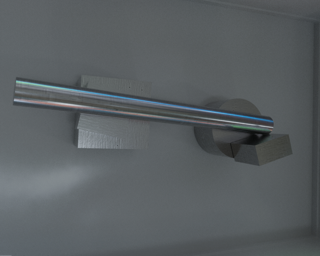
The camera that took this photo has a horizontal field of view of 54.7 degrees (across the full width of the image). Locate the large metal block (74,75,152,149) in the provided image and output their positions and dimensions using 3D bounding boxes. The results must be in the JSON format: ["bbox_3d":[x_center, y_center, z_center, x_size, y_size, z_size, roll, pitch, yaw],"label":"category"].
[{"bbox_3d":[-0.058,-0.017,0.373,0.081,0.050,0.079,3,89,-20],"label":"large metal block"}]

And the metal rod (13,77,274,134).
[{"bbox_3d":[0.007,-0.018,0.338,0.302,0.025,0.025,6,88,-28],"label":"metal rod"}]

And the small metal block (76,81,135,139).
[{"bbox_3d":[-0.060,-0.018,0.334,0.050,0.025,0.050,14,85,-20],"label":"small metal block"}]

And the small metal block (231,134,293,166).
[{"bbox_3d":[0.127,0.026,0.390,0.050,0.050,0.025,-15,96,-20],"label":"small metal block"}]

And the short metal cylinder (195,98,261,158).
[{"bbox_3d":[0.096,0.001,0.432,0.081,0.050,0.079,0,90,-21],"label":"short metal cylinder"}]
